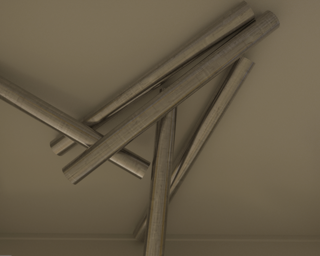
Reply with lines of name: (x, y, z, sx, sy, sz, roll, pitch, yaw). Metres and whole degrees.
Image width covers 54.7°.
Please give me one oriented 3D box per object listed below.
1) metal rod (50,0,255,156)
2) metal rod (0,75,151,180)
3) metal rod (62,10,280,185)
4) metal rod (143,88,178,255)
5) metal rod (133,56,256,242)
metal rod: (-0.018, -0.055, 0.390, 0.300, 0.025, 0.025, -34, 107, 11)
metal rod: (-0.148, -0.022, 0.381, 0.301, 0.025, 0.025, 30, 107, -3)
metal rod: (0.014, -0.036, 0.363, 0.301, 0.025, 0.025, -38, 106, -1)
metal rod: (-0.003, 0.100, 0.377, 0.025, 0.025, 0.298, 6, 83, -2)
metal rod: (0.038, 0.039, 0.425, 0.025, 0.025, 0.298, 26, 108, -9)
